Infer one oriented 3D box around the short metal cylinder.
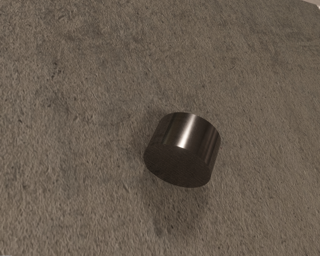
[{"bbox_3d":[0.027,0.027,0.368,0.080,0.080,0.050,32,52,-8],"label":"short metal cylinder"}]
